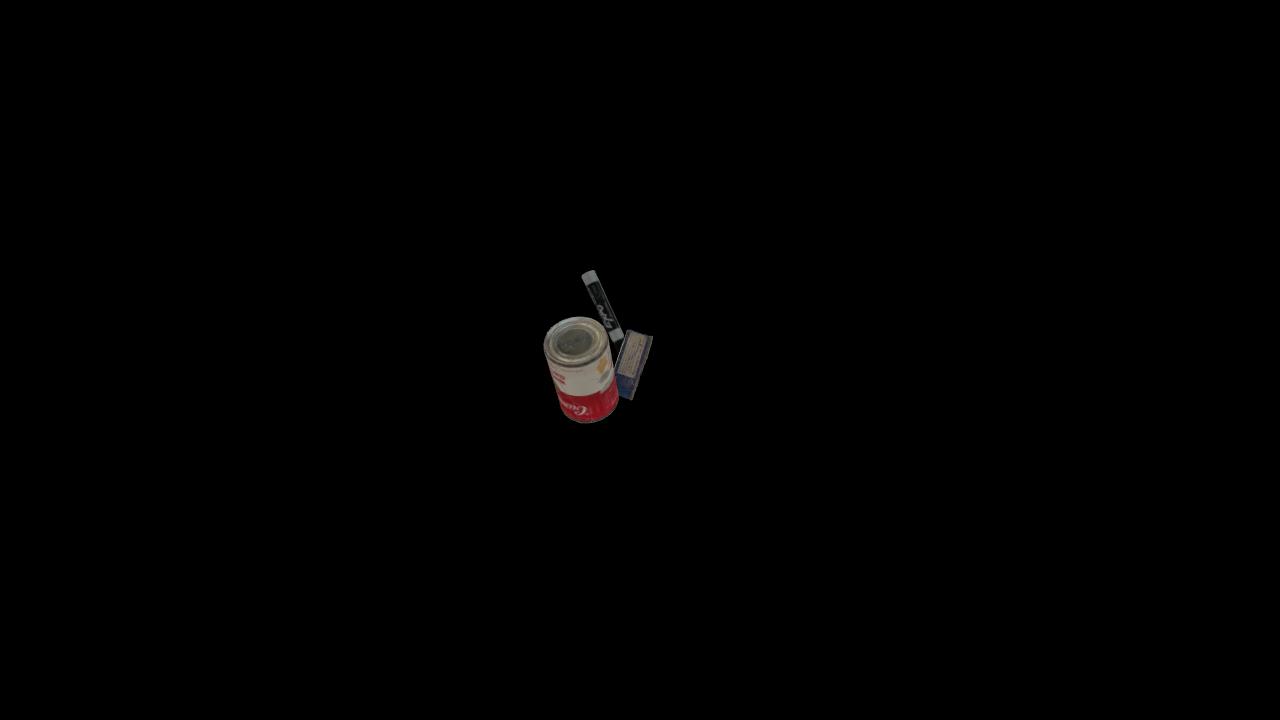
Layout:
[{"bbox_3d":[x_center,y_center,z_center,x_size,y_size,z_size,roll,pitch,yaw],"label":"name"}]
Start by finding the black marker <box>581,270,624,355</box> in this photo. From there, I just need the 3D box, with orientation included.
[{"bbox_3d":[-0.039,-0.053,0.762,0.020,0.121,0.020,-25,-3,-1],"label":"black marker"}]

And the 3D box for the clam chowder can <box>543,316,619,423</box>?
[{"bbox_3d":[-0.060,0.011,0.652,0.068,0.068,0.102,0,-40,5],"label":"clam chowder can"}]

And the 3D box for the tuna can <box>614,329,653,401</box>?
[{"bbox_3d":[-0.013,0.006,0.759,0.034,0.084,0.084,18,0,-1],"label":"tuna can"}]
